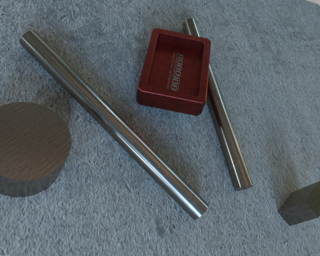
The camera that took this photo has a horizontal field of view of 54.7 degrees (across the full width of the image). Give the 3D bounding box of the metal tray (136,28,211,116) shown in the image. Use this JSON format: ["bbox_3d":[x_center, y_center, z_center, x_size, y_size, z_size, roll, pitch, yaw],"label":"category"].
[{"bbox_3d":[0.023,-0.084,0.447,0.091,0.030,0.130,11,55,-2],"label":"metal tray"}]

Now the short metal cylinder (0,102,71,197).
[{"bbox_3d":[-0.133,0.021,0.303,0.081,0.050,0.080,14,56,-21],"label":"short metal cylinder"}]

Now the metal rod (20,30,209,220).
[{"bbox_3d":[-0.057,-0.006,0.376,0.300,0.025,0.025,45,51,3],"label":"metal rod"}]

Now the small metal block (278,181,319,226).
[{"bbox_3d":[0.201,0.106,0.431,0.050,0.050,0.025,-32,80,-38],"label":"small metal block"}]

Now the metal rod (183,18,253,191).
[{"bbox_3d":[0.082,-0.051,0.479,0.025,0.025,0.299,1,61,-28],"label":"metal rod"}]
